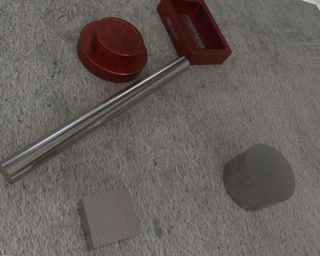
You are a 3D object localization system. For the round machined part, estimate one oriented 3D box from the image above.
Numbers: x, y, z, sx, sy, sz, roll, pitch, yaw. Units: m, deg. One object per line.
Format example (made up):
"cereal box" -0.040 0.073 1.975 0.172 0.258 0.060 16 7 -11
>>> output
"round machined part" -0.062 -0.115 0.431 0.099 0.042 0.098 14 56 -21

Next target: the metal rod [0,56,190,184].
"metal rod" -0.056 -0.029 0.391 0.025 0.025 0.302 48 51 5

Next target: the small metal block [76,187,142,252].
"small metal block" -0.053 0.093 0.319 0.050 0.025 0.050 -6 65 -31

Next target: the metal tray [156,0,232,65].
"metal tray" 0.059 -0.170 0.537 0.091 0.030 0.130 -9 66 -32

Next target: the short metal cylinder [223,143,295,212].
"short metal cylinder" 0.134 0.068 0.421 0.081 0.050 0.080 14 56 -21
